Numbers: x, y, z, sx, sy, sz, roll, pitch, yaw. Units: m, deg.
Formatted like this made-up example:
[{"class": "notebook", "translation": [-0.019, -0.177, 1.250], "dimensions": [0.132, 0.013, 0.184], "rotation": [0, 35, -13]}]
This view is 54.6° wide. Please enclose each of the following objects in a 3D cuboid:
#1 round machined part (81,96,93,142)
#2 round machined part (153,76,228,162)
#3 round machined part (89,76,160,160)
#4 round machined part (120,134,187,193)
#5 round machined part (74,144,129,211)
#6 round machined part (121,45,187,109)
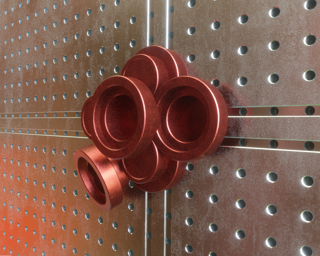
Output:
[{"class": "round machined part", "translation": [-0.082, -0.015, 0.467], "dimensions": [0.098, 0.042, 0.097], "rotation": [0, 90, 40]}, {"class": "round machined part", "translation": [0.037, -0.011, 0.368], "dimensions": [0.098, 0.042, 0.097], "rotation": [0, 90, 40]}, {"class": "round machined part", "translation": [-0.040, -0.012, 0.376], "dimensions": [0.098, 0.042, 0.097], "rotation": [0, 90, 40]}, {"class": "round machined part", "translation": [-0.015, 0.037, 0.412], "dimensions": [0.098, 0.042, 0.097], "rotation": [0, 90, 40]}, {"class": "round machined part", "translation": [-0.081, 0.067, 0.450], "dimensions": [0.098, 0.042, 0.097], "rotation": [34, 137, 38]}, {"class": "round machined part", "translation": [-0.015, -0.061, 0.412], "dimensions": [0.098, 0.042, 0.097], "rotation": [0, 90, 40]}]
